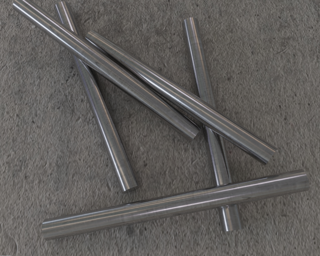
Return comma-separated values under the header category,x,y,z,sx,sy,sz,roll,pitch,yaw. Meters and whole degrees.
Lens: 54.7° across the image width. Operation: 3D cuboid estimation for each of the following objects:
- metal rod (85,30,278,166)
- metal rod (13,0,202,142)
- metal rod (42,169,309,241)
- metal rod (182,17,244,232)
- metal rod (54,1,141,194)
category,x,y,z,sx,sy,sz,roll,pitch,yaw
metal rod,0.014,-0.049,0.407,0.300,0.025,0.025,36,74,19
metal rod,-0.072,-0.081,0.415,0.300,0.025,0.025,37,74,4
metal rod,0.015,0.089,0.356,0.302,0.025,0.025,-12,70,3
metal rod,0.066,-0.019,0.415,0.025,0.025,0.299,-7,70,-3
metal rod,-0.092,-0.054,0.427,0.025,0.025,0.299,-21,71,-8
